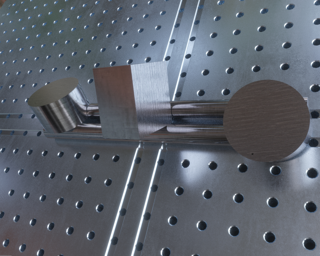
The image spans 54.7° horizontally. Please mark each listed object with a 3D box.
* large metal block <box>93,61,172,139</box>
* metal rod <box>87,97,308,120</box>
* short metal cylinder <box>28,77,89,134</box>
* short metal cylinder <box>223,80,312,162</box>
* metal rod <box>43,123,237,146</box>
[{"bbox_3d":[-0.029,-0.036,0.372,0.050,0.080,0.079,1,104,29],"label":"large metal block"},{"bbox_3d":[0.028,-0.024,0.407,0.300,0.025,0.025,1,62,28],"label":"metal rod"},{"bbox_3d":[-0.152,-0.036,0.475,0.080,0.050,0.080,-14,34,10],"label":"short metal cylinder"},{"bbox_3d":[0.112,-0.005,0.319,0.080,0.050,0.080,-4,82,28],"label":"short metal cylinder"},{"bbox_3d":[-0.045,0.006,0.428,0.300,0.025,0.025,1,62,28],"label":"metal rod"}]
